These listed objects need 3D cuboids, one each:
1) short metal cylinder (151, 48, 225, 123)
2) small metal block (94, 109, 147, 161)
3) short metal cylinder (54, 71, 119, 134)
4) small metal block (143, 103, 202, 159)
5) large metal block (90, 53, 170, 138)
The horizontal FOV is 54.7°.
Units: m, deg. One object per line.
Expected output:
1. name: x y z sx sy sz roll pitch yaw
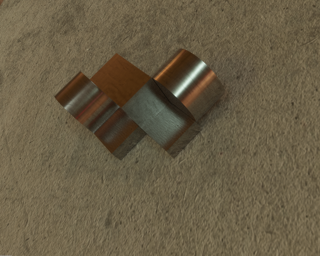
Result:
1. short metal cylinder: 0.033 -0.051 0.385 0.050 0.080 0.080 -46 51 -4
2. small metal block: -0.055 0.009 0.430 0.050 0.025 0.050 -46 51 -4
3. short metal cylinder: -0.103 -0.036 0.446 0.050 0.080 0.080 -46 51 -4
4. small metal block: 0.016 0.003 0.396 0.050 0.025 0.050 -46 51 -4
5. large metal block: -0.035 -0.043 0.415 0.050 0.080 0.080 -46 52 -4
